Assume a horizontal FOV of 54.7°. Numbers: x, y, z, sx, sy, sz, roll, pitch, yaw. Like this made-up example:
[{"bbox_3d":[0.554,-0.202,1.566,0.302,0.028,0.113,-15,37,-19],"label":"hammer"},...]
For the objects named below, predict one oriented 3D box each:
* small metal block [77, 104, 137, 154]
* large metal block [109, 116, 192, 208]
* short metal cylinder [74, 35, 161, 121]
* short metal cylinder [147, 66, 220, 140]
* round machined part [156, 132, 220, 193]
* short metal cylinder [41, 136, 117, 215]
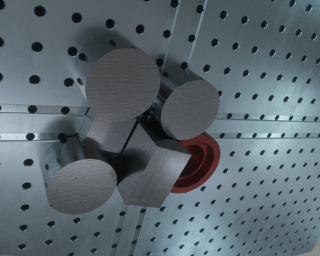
[{"bbox_3d":[-0.064,0.000,0.375,0.050,0.025,0.050,16,110,-35],"label":"small metal block"},{"bbox_3d":[-0.018,0.040,0.386,0.050,0.080,0.080,17,110,-35],"label":"large metal block"},{"bbox_3d":[-0.047,-0.054,0.336,0.081,0.050,0.079,-14,124,-21],"label":"short metal cylinder"},{"bbox_3d":[0.027,-0.032,0.390,0.081,0.050,0.079,-14,124,-21],"label":"short metal cylinder"},{"bbox_3d":[0.034,0.042,0.444,0.099,0.042,0.097,-14,124,-21],"label":"round machined part"},{"bbox_3d":[-0.099,0.057,0.376,0.081,0.050,0.079,-14,124,-21],"label":"short metal cylinder"}]
